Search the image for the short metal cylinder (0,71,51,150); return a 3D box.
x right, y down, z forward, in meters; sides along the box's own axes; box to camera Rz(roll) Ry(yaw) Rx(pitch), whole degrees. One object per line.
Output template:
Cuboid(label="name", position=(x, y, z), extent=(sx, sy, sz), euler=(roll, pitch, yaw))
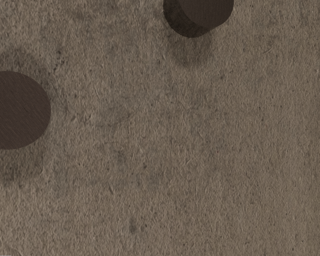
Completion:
Cuboid(label="short metal cylinder", position=(-0.162, -0.018, 0.336), extent=(0.081, 0.050, 0.079), euler=(0, 90, -21))

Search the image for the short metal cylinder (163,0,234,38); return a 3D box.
Cuboid(label="short metal cylinder", position=(0.051, -0.168, 0.415), extent=(0.081, 0.050, 0.079), euler=(0, 90, -21))
